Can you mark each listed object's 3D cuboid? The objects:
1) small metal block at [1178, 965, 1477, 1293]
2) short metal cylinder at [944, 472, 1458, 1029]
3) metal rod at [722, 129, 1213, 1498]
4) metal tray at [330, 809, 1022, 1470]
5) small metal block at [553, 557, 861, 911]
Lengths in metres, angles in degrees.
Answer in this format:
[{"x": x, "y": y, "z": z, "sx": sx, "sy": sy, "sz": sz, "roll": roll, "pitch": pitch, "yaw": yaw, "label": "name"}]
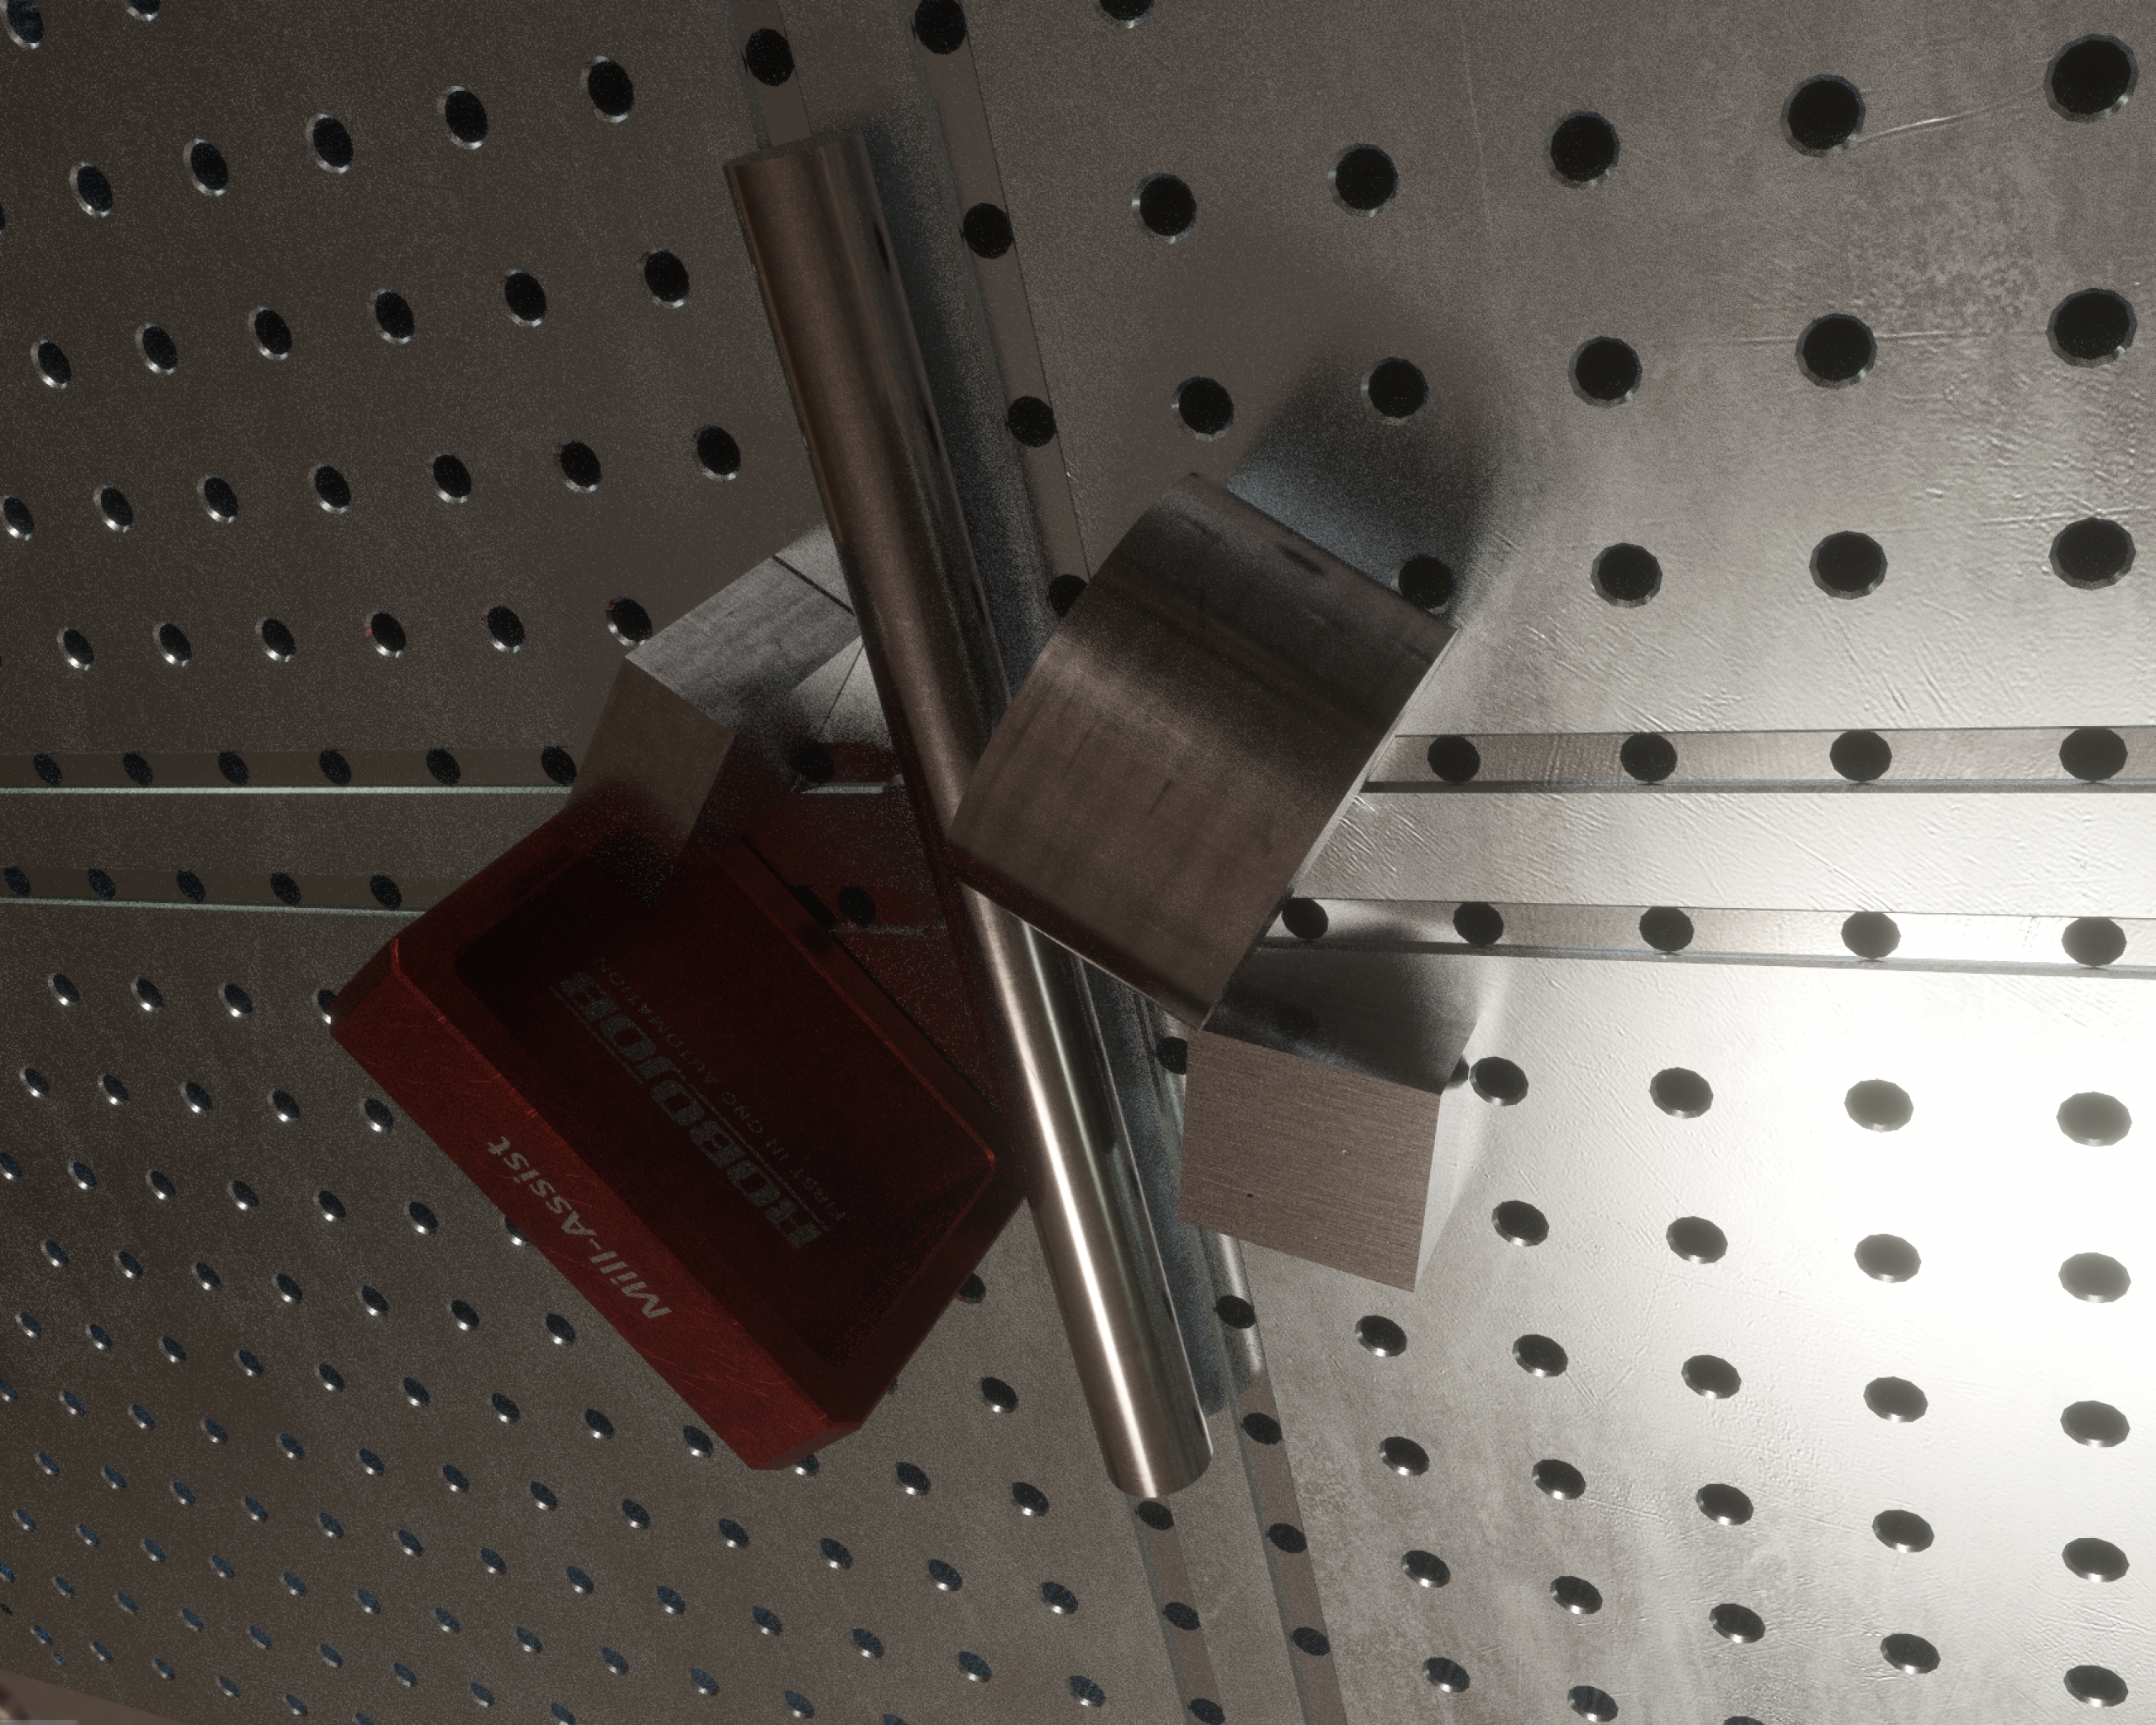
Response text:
[{"x": 0.049, "y": 0.052, "z": 0.417, "sx": 0.050, "sy": 0.025, "sz": 0.050, "roll": 14, "pitch": 124, "yaw": 20, "label": "small metal block"}, {"x": 0.021, "y": -0.018, "z": 0.352, "sx": 0.050, "sy": 0.080, "sz": 0.079, "roll": 33, "pitch": 129, "yaw": 6, "label": "short metal cylinder"}, {"x": -0.015, "y": 0.008, "z": 0.422, "sx": 0.025, "sy": 0.025, "sz": 0.298, "roll": 0, "pitch": 119, "yaw": 28, "label": "metal rod"}, {"x": -0.078, "y": 0.050, "z": 0.438, "sx": 0.130, "sy": 0.090, "sz": 0.030, "roll": 48, "pitch": 129, "yaw": -6, "label": "metal tray"}, {"x": -0.073, "y": -0.026, "z": 0.414, "sx": 0.025, "sy": 0.050, "sz": 0.050, "roll": 36, "pitch": 129, "yaw": 4, "label": "small metal block"}]
